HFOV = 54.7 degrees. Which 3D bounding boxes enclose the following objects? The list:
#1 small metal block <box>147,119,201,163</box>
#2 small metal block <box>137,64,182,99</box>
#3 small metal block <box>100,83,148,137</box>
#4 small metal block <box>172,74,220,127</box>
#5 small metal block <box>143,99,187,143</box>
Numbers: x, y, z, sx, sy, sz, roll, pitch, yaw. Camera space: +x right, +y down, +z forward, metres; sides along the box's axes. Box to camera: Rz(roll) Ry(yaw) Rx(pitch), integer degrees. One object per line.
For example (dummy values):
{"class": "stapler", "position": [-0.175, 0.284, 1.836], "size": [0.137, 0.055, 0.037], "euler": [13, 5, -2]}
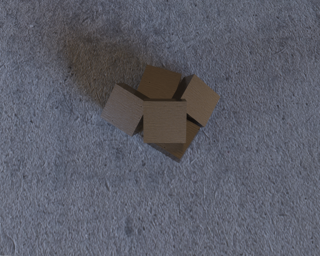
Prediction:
{"class": "small metal block", "position": [0.017, 0.010, 0.406], "size": [0.050, 0.025, 0.050], "euler": [31, 73, 10]}
{"class": "small metal block", "position": [-0.002, -0.055, 0.430], "size": [0.050, 0.025, 0.050], "euler": [16, 71, 5]}
{"class": "small metal block", "position": [-0.042, -0.025, 0.406], "size": [0.050, 0.025, 0.050], "euler": [32, 109, 9]}
{"class": "small metal block", "position": [0.045, -0.035, 0.411], "size": [0.050, 0.025, 0.050], "euler": [37, 71, -23]}
{"class": "small metal block", "position": [0.006, -0.009, 0.374], "size": [0.050, 0.025, 0.050], "euler": [0, 103, 0]}
